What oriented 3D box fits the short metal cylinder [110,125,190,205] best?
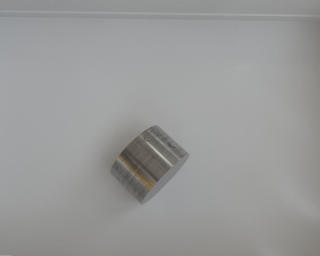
[{"bbox_3d":[-0.011,0.043,0.365,0.050,0.080,0.080,43,76,14],"label":"short metal cylinder"}]
